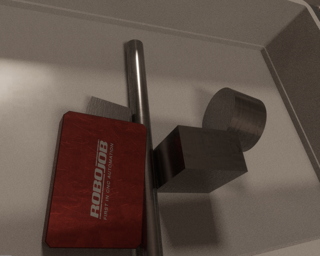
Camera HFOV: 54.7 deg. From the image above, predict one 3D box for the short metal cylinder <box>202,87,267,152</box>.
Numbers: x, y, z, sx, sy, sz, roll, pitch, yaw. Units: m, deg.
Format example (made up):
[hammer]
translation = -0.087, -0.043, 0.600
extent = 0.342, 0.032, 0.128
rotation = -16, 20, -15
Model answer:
[short metal cylinder]
translation = 0.102, -0.011, 0.434
extent = 0.050, 0.080, 0.080
rotation = 18, 55, -19

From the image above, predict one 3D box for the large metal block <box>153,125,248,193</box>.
[large metal block]
translation = 0.042, 0.041, 0.369
extent = 0.081, 0.080, 0.050
rotation = 7, 59, -25

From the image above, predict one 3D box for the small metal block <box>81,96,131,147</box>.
[small metal block]
translation = -0.066, -0.005, 0.374
extent = 0.050, 0.025, 0.050
rotation = 17, 55, -19

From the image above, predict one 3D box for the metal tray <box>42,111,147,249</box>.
[metal tray]
translation = -0.063, 0.054, 0.319
extent = 0.091, 0.030, 0.130
rotation = 10, 69, -23

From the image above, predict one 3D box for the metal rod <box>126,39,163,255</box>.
[metal rod]
translation = -0.023, 0.007, 0.389
extent = 0.025, 0.025, 0.299
rotation = 8, 58, -25
